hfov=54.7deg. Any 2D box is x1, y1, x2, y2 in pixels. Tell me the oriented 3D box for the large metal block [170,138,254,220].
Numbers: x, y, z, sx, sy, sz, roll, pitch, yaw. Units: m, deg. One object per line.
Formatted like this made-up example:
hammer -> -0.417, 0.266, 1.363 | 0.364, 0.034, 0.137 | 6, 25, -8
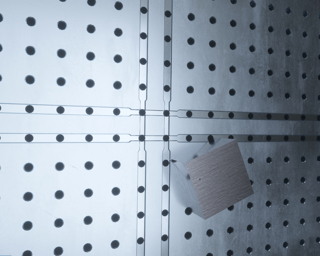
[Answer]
large metal block -> 0.071, 0.066, 0.427 | 0.081, 0.050, 0.080 | -22, 98, -19
